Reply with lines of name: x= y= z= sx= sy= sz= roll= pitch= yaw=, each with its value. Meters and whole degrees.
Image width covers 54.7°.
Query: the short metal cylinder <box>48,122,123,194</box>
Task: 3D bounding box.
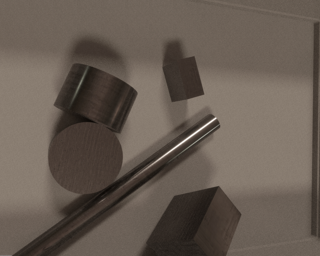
short metal cylinder: x=-0.089 y=0.033 z=0.365 sx=0.081 sy=0.050 sz=0.079 roll=0 pitch=90 yaw=-20

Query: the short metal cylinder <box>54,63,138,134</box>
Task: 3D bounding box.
short metal cylinder: x=-0.072 y=-0.032 z=0.355 sx=0.080 sy=0.080 sz=0.050 roll=25 pitch=82 yaw=-19

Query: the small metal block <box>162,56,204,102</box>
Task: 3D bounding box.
small metal block: x=0.030 y=-0.063 z=0.409 sx=0.025 sy=0.050 sz=0.050 roll=-17 pitch=96 yaw=-19

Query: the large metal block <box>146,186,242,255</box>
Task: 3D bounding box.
large metal block: x=0.043 y=0.124 z=0.383 sx=0.050 sy=0.080 sz=0.080 roll=52 pitch=46 yaw=-13

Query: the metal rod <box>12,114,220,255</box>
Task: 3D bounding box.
metal rod: x=-0.042 y=0.073 z=0.396 sx=0.302 sy=0.025 sz=0.025 roll=-35 pitch=102 yaw=-17
